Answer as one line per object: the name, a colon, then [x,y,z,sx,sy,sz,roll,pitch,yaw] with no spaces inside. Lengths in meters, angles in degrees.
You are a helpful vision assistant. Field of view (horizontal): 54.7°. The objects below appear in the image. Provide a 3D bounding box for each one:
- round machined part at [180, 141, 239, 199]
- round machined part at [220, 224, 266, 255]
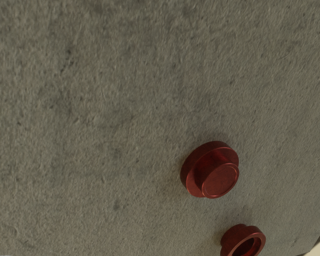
round machined part: [0.085,0.073,0.490,0.099,0.042,0.097,-14,125,-21]
round machined part: [0.164,0.237,0.635,0.099,0.042,0.097,-14,125,-21]
